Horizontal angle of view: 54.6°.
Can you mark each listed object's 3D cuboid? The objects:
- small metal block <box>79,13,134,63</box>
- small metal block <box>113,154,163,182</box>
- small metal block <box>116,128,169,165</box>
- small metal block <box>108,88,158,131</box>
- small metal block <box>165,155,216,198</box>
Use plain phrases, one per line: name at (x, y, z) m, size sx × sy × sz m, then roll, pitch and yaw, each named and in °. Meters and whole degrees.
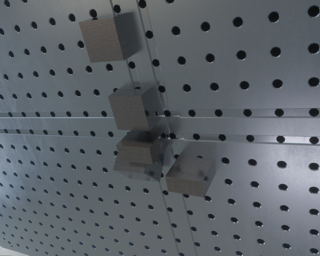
small metal block at (-0.065, -0.109, 0.379) m, size 0.050 × 0.025 × 0.050 m, roll 2°, pitch 120°, yaw 27°
small metal block at (-0.030, 0.057, 0.447) m, size 0.050 × 0.025 × 0.050 m, roll 2°, pitch 159°, yaw 27°
small metal block at (-0.023, 0.023, 0.422) m, size 0.050 × 0.050 × 0.025 m, roll 4°, pitch 120°, yaw 26°
small metal block at (-0.036, -0.025, 0.415) m, size 0.050 × 0.025 × 0.050 m, roll 2°, pitch 119°, yaw 27°
small metal block at (0.042, 0.062, 0.412) m, size 0.050 × 0.050 × 0.025 m, roll 4°, pitch 120°, yaw 26°
